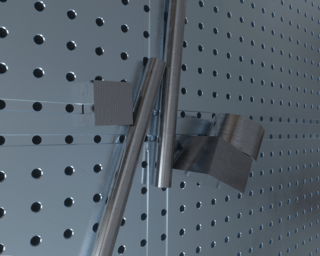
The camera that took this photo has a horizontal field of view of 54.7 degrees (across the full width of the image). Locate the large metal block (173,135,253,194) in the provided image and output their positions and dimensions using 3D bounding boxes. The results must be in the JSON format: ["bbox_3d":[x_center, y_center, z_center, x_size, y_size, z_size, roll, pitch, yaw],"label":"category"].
[{"bbox_3d":[0.068,0.050,0.433,0.080,0.080,0.050,31,71,-36],"label":"large metal block"}]

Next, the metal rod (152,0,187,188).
[{"bbox_3d":[0.015,-0.070,0.423,0.025,0.025,0.298,8,85,-40],"label":"metal rod"}]

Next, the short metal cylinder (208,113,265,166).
[{"bbox_3d":[0.112,0.019,0.470,0.080,0.080,0.050,34,69,-35],"label":"short metal cylinder"}]

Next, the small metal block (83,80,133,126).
[{"bbox_3d":[-0.060,-0.028,0.360,0.050,0.025,0.050,-3,92,-40],"label":"small metal block"}]

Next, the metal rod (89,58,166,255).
[{"bbox_3d":[-0.043,0.054,0.375,0.025,0.025,0.299,25,74,-38],"label":"metal rod"}]
